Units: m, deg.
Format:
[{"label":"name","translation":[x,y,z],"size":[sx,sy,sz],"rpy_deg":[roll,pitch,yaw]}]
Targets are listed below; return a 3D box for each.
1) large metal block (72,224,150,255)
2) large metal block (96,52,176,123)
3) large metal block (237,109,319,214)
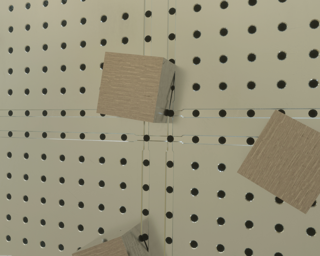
[{"label":"large metal block","translation":[-0.060,0.189,0.421],"size":[0.080,0.050,0.080],"rpy_deg":[-25,82,18]},{"label":"large metal block","translation":[-0.031,-0.052,0.411],"size":[0.080,0.050,0.080],"rpy_deg":[10,94,19]},{"label":"large metal block","translation":[0.145,0.035,0.348],"size":[0.080,0.050,0.080],"rpy_deg":[32,100,17]}]
